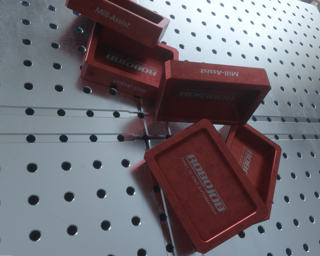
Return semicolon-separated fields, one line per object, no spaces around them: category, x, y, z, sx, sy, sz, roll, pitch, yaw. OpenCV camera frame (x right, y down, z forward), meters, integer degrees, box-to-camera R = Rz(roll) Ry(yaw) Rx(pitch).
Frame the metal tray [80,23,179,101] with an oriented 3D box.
metal tray;-0.038;-0.094;0.442;0.131;0.030;0.090;16;55;-19

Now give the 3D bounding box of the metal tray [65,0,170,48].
metal tray;-0.055;-0.164;0.443;0.131;0.030;0.090;25;28;-3

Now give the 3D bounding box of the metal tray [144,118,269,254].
metal tray;0.051;0.065;0.364;0.090;0.030;0.130;-31;76;-2

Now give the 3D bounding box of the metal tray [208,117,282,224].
metal tray;0.118;0.056;0.436;0.090;0.030;0.130;34;51;-7

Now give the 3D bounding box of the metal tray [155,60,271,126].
metal tray;0.064;-0.042;0.407;0.131;0.089;0.030;3;57;-9
